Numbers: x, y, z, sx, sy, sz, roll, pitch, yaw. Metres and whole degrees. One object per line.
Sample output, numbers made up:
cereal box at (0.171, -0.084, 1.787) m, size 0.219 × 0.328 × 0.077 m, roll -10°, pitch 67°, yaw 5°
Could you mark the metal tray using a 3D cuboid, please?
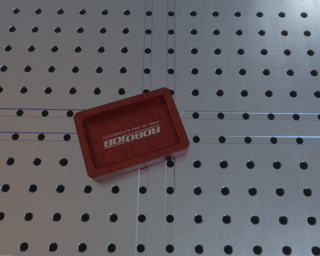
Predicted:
metal tray at (-0.037, 0.008, 0.406) m, size 0.131 × 0.030 × 0.090 m, roll -17°, pitch 71°, yaw -6°
